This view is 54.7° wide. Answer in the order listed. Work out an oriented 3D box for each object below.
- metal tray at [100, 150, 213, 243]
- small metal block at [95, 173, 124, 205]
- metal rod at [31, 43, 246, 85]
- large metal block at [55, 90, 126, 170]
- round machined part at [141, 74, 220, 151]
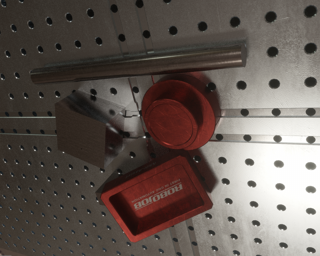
[{"bbox_3d":[-0.004,0.095,0.432,0.130,0.030,0.090,-27,105,10],"label":"metal tray"},{"bbox_3d":[-0.064,0.098,0.488,0.050,0.050,0.025,1,119,27],"label":"small metal block"},{"bbox_3d":[-0.047,-0.075,0.387,0.300,0.025,0.025,0,119,27],"label":"metal rod"},{"bbox_3d":[-0.100,0.002,0.447,0.080,0.050,0.079,20,126,15],"label":"large metal block"},{"bbox_3d":[0.020,-0.013,0.380,0.098,0.042,0.097,13,124,20],"label":"round machined part"}]
